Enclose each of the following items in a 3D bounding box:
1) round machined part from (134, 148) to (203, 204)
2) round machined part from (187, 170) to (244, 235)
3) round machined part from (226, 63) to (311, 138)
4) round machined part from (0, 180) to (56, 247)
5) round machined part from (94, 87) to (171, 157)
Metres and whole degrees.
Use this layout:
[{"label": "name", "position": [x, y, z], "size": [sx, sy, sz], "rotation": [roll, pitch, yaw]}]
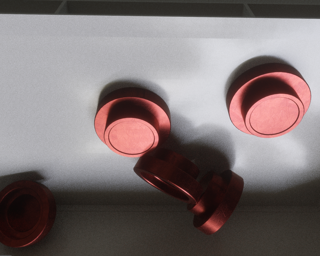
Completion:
[{"label": "round machined part", "position": [0.016, 0.063, 0.430], "size": [0.098, 0.042, 0.098], "rotation": [27, 161, 10]}, {"label": "round machined part", "position": [0.075, 0.101, 0.453], "size": [0.042, 0.098, 0.097], "rotation": [34, 125, -1]}, {"label": "round machined part", "position": [0.133, -0.026, 0.377], "size": [0.099, 0.042, 0.097], "rotation": [0, 130, 0]}, {"label": "round machined part", "position": [-0.207, 0.132, 0.483], "size": [0.098, 0.098, 0.042], "rotation": [-10, 162, 8]}, {"label": "round machined part", "position": [-0.035, 0.000, 0.397], "size": [0.099, 0.042, 0.097], "rotation": [0, 130, 0]}]
